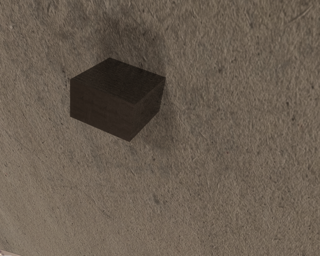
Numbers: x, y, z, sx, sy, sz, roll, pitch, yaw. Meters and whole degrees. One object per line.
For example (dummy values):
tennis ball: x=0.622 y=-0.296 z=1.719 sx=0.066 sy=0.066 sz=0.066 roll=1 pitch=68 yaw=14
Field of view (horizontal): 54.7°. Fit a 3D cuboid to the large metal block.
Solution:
large metal block: x=-0.049 y=-0.038 z=0.372 sx=0.080 sy=0.080 sz=0.050 roll=22 pitch=127 yaw=14
